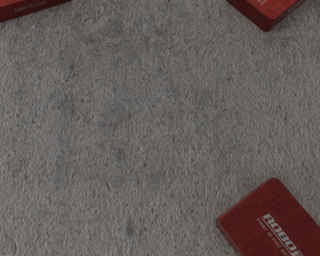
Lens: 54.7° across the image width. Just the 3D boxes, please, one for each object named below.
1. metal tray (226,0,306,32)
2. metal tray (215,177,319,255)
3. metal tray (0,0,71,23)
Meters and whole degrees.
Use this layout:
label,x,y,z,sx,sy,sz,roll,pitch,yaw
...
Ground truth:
label,x,y,z,sx,sy,sz,roll,pitch,yaw
metal tray,0.181,-0.221,0.487,0.130,0.030,0.090,-40,75,-14
metal tray,0.139,0.135,0.357,0.090,0.030,0.130,-34,74,-12
metal tray,-0.215,-0.225,0.485,0.131,0.030,0.090,-21,71,-8
